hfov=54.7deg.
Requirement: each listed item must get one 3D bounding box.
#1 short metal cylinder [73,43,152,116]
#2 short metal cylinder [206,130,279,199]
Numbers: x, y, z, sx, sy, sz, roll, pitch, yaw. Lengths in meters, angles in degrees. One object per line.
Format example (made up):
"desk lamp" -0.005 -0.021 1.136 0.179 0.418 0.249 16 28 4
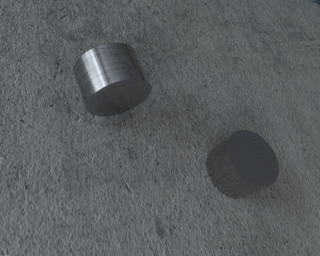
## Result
"short metal cylinder" -0.057 -0.056 0.372 0.081 0.080 0.050 -10 67 -33
"short metal cylinder" 0.110 0.049 0.417 0.081 0.050 0.080 14 56 -21
